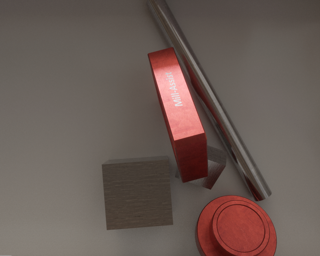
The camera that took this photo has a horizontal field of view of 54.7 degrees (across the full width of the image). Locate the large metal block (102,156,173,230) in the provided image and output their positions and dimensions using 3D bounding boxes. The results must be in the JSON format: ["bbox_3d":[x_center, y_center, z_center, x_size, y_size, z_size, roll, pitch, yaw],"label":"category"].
[{"bbox_3d":[-0.027,0.080,0.399,0.081,0.050,0.079,-4,90,-1],"label":"large metal block"}]

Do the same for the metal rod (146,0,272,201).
[{"bbox_3d":[0.065,-0.040,0.412,0.025,0.025,0.299,-29,90,0],"label":"metal rod"}]

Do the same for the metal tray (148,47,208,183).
[{"bbox_3d":[0.020,-0.015,0.350,0.030,0.090,0.130,-15,55,0],"label":"metal tray"}]

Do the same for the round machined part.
[{"bbox_3d":[0.095,0.128,0.381,0.099,0.042,0.098,1,55,-2],"label":"round machined part"}]

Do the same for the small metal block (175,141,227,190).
[{"bbox_3d":[0.052,0.047,0.399,0.050,0.025,0.050,19,131,-1],"label":"small metal block"}]
